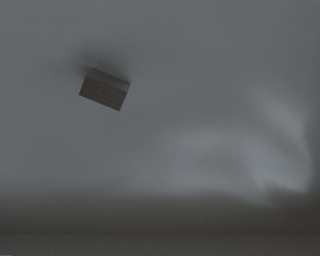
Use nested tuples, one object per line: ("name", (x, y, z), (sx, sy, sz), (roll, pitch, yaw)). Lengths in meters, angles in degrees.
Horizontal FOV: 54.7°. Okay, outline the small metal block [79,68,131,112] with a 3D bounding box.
("small metal block", (-0.066, -0.048, 0.379), (0.050, 0.050, 0.025), (22, 109, -9))
